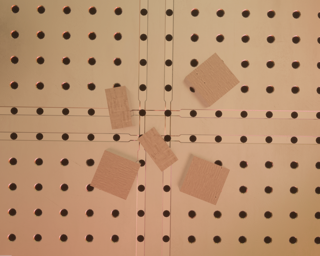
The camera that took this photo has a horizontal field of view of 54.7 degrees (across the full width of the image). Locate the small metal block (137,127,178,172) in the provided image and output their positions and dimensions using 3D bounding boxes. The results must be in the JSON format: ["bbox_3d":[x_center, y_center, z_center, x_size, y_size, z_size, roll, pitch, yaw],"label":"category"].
[{"bbox_3d":[-0.003,0.026,0.401,0.025,0.050,0.050,-37,90,0],"label":"small metal block"}]

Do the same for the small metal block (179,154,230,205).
[{"bbox_3d":[0.058,0.068,0.414,0.050,0.025,0.050,22,90,-1],"label":"small metal block"}]

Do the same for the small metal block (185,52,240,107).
[{"bbox_3d":[0.069,-0.063,0.414,0.050,0.025,0.050,-40,91,0],"label":"small metal block"}]

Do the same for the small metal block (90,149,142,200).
[{"bbox_3d":[-0.058,0.061,0.413,0.050,0.025,0.050,23,90,-1],"label":"small metal block"}]

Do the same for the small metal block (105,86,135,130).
[{"bbox_3d":[-0.050,-0.025,0.400,0.025,0.050,0.050,-10,90,0],"label":"small metal block"}]
